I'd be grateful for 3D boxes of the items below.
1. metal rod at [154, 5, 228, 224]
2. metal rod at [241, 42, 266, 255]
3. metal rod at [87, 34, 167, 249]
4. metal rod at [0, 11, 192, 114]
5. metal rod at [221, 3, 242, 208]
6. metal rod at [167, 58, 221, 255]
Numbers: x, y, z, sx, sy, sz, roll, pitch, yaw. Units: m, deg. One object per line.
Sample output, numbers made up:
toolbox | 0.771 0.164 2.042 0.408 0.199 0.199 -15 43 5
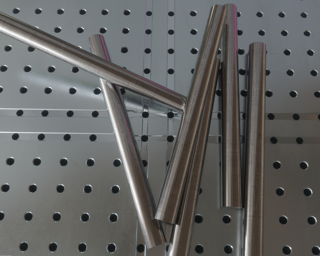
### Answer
metal rod | 0.045 -0.031 0.399 0.025 0.025 0.299 15 73 5
metal rod | 0.124 0.020 0.405 0.025 0.025 0.299 7 70 2
metal rod | -0.049 0.003 0.410 0.025 0.025 0.299 -17 71 -6
metal rod | -0.098 -0.088 0.408 0.301 0.025 0.025 24 71 -6
metal rod | 0.097 -0.043 0.428 0.025 0.025 0.299 3 70 1
metal rod | 0.044 0.041 0.396 0.025 0.025 0.299 11 70 4
